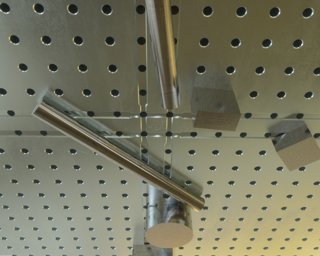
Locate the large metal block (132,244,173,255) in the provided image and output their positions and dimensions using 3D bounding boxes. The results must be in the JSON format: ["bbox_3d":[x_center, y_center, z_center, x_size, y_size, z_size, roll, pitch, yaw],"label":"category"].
[{"bbox_3d":[-0.011,0.282,0.635,0.080,0.050,0.080,-4,130,3],"label":"large metal block"}]

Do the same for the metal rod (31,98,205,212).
[{"bbox_3d":[-0.044,0.051,0.454,0.301,0.025,0.025,35,122,-27],"label":"metal rod"}]

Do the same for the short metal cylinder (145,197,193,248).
[{"bbox_3d":[0.015,0.164,0.535,0.081,0.050,0.079,0,130,0],"label":"short metal cylinder"}]

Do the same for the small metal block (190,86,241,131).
[{"bbox_3d":[0.066,-0.024,0.375,0.050,0.050,0.025,5,130,-5],"label":"small metal block"}]

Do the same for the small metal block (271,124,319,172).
[{"bbox_3d":[0.195,0.029,0.438,0.050,0.025,0.050,-29,125,22],"label":"small metal block"}]

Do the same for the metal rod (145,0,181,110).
[{"bbox_3d":[-0.005,-0.143,0.289,0.025,0.025,0.298,-6,130,4],"label":"metal rod"}]
